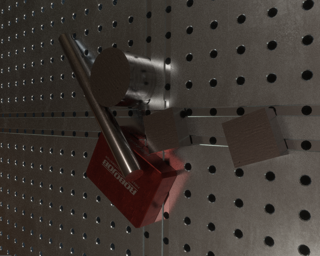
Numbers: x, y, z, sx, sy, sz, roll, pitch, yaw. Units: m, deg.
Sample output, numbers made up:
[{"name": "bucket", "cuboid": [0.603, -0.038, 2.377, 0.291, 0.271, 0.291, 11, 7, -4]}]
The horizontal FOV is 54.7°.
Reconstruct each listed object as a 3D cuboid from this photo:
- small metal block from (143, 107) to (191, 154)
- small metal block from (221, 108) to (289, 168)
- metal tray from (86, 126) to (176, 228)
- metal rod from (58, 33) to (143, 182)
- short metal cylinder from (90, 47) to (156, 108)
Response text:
[{"name": "small metal block", "cuboid": [0.008, 0.004, 0.401, 0.050, 0.025, 0.050, -17, 80, 38]}, {"name": "small metal block", "cuboid": [0.099, 0.011, 0.326, 0.050, 0.025, 0.050, -23, 76, 37]}, {"name": "metal tray", "cuboid": [-0.046, 0.065, 0.442, 0.130, 0.030, 0.089, 36, 112, 33]}, {"name": "metal rod", "cuboid": [-0.099, -0.048, 0.463, 0.025, 0.025, 0.299, -51, 53, 27]}, {"name": "short metal cylinder", "cuboid": [-0.052, -0.068, 0.434, 0.080, 0.050, 0.079, 0, 90, 39]}]
